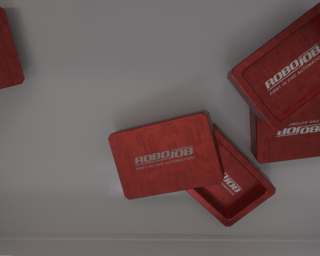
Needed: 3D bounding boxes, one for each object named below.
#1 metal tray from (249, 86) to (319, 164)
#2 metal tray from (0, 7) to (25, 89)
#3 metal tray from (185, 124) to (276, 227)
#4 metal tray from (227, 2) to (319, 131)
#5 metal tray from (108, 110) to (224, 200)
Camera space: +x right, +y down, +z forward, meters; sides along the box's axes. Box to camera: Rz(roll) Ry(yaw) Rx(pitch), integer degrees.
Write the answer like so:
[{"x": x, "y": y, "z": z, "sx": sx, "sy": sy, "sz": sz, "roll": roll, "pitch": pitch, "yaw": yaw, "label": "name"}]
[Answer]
[{"x": 0.188, "y": -0.006, "z": 0.408, "sx": 0.131, "sy": 0.030, "sz": 0.089, "roll": -8, "pitch": 110, "yaw": 2, "label": "metal tray"}, {"x": -0.225, "y": -0.077, "z": 0.332, "sx": 0.030, "sy": 0.131, "sz": 0.089, "roll": 11, "pitch": 118, "yaw": 42, "label": "metal tray"}, {"x": 0.085, "y": 0.068, "z": 0.434, "sx": 0.090, "sy": 0.030, "sz": 0.130, "roll": -42, "pitch": 105, "yaw": 14, "label": "metal tray"}, {"x": 0.158, "y": -0.069, "z": 0.362, "sx": 0.130, "sy": 0.030, "sz": 0.090, "roll": -38, "pitch": 91, "yaw": 3, "label": "metal tray"}, {"x": 0.008, "y": 0.035, "z": 0.398, "sx": 0.130, "sy": 0.030, "sz": 0.089, "roll": -13, "pitch": 95, "yaw": 16, "label": "metal tray"}]
